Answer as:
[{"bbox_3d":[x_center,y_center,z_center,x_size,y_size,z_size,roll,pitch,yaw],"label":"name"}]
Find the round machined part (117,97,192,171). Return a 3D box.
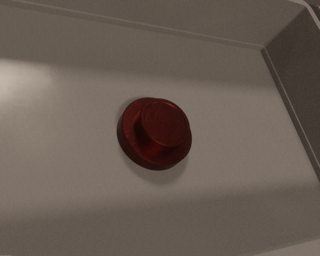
[{"bbox_3d":[-0.002,0.001,0.395,0.099,0.042,0.098,14,56,-21],"label":"round machined part"}]
